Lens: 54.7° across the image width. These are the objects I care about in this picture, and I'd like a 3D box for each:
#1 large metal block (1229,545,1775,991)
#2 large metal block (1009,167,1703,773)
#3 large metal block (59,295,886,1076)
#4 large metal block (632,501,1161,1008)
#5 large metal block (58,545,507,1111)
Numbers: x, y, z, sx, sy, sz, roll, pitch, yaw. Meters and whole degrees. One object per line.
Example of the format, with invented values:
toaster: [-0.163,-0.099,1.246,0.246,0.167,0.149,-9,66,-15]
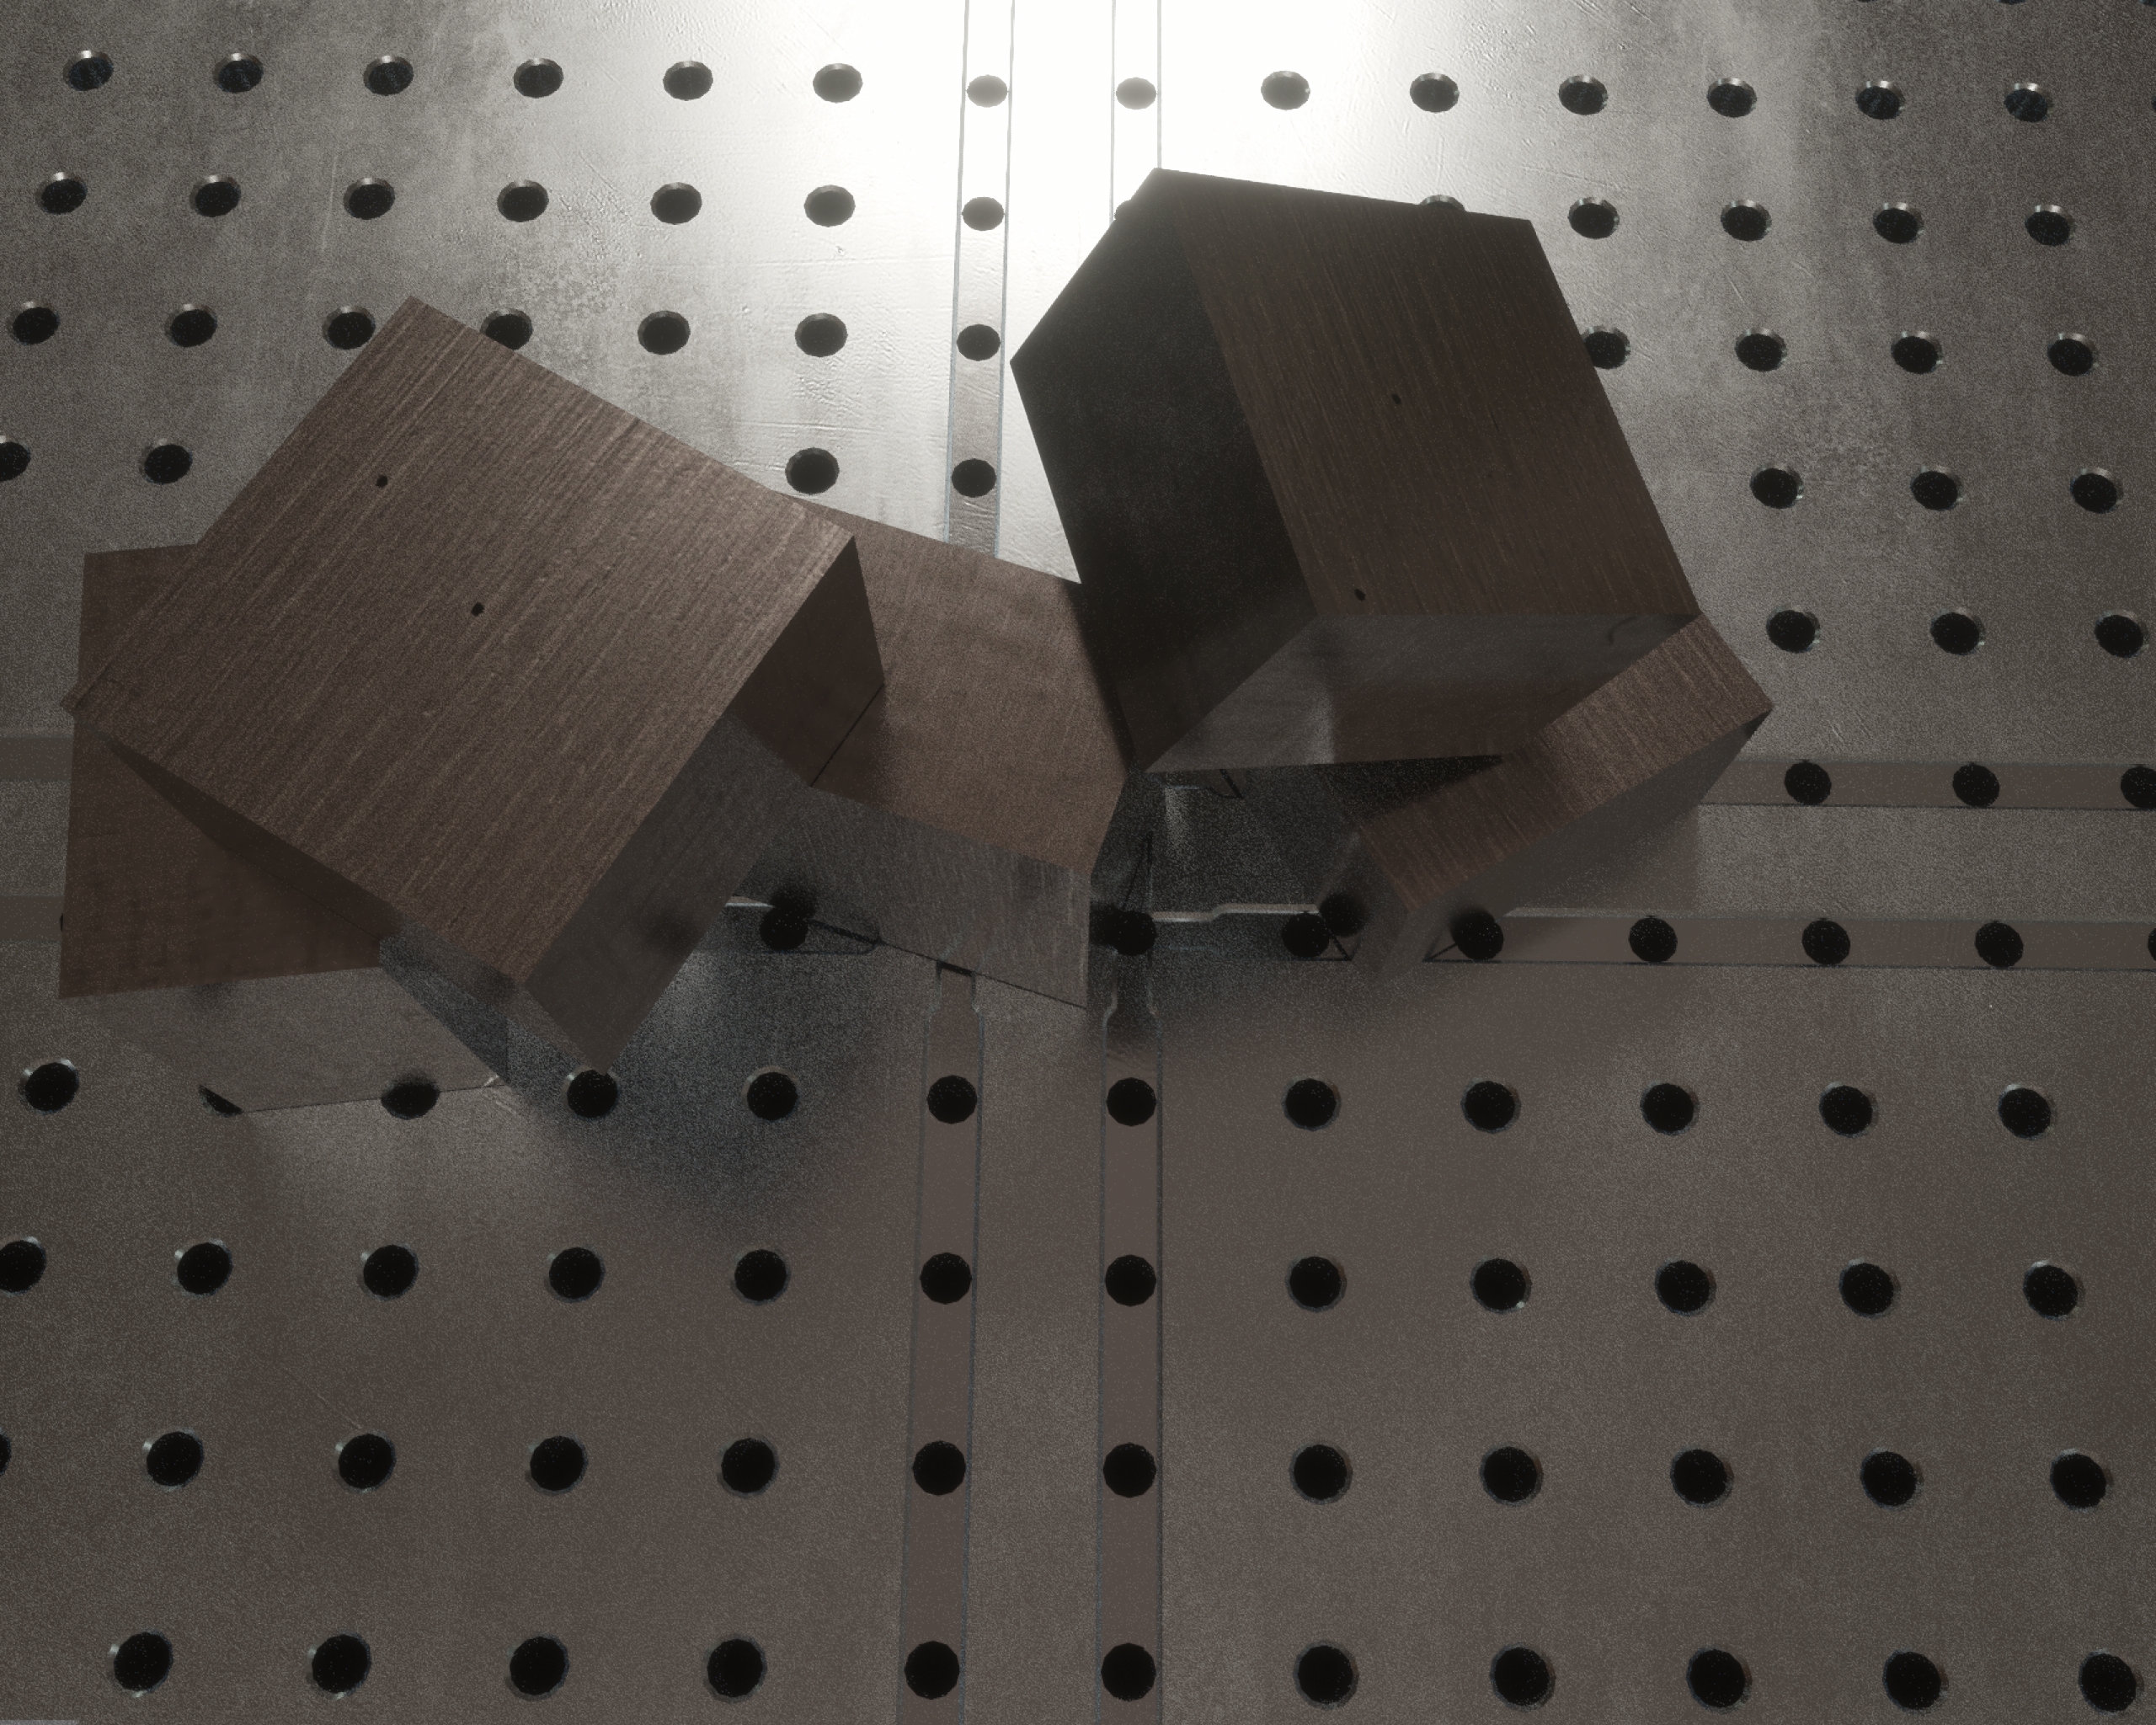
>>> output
large metal block: [0.073,-0.034,0.412,0.080,0.050,0.080,-29,73,-10]
large metal block: [0.045,-0.063,0.349,0.081,0.050,0.080,-4,67,-33]
large metal block: [-0.088,-0.026,0.321,0.080,0.050,0.080,29,72,10]
large metal block: [-0.028,-0.019,0.388,0.080,0.080,0.050,18,71,6]
large metal block: [-0.141,-0.005,0.382,0.050,0.080,0.080,-6,70,-2]
